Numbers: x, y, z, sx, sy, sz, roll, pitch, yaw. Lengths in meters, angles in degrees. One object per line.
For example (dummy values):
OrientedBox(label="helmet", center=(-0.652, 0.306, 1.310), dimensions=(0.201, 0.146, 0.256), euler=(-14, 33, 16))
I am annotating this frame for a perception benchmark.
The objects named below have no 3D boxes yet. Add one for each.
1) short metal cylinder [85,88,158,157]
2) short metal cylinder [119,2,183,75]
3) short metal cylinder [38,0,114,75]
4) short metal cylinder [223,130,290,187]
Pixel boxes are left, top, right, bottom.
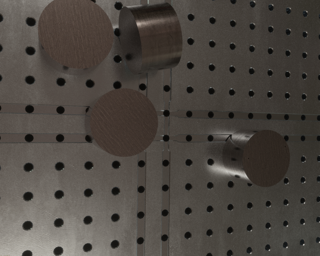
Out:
OrientedBox(label="short metal cylinder", center=(-0.049, -0.007, 0.382), dimensions=(0.081, 0.050, 0.079), euler=(0, 90, -21))
OrientedBox(label="short metal cylinder", center=(-0.014, -0.109, 0.379), dimensions=(0.050, 0.080, 0.080), euler=(-15, 96, -20))
OrientedBox(label="short metal cylinder", center=(-0.099, -0.105, 0.363), dimensions=(0.081, 0.050, 0.079), euler=(0, 90, -21))
OrientedBox(label="short metal cylinder", center=(0.140, 0.042, 0.453), dimensions=(0.081, 0.050, 0.079), euler=(0, 90, -20))
